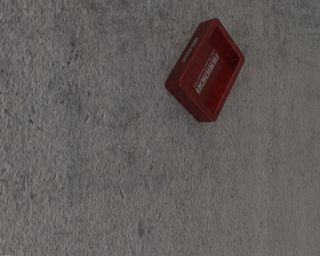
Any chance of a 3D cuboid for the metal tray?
[{"bbox_3d":[0.071,-0.084,0.459,0.090,0.030,0.130,43,64,-31],"label":"metal tray"}]
